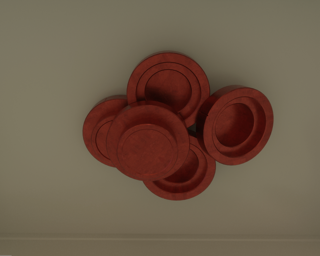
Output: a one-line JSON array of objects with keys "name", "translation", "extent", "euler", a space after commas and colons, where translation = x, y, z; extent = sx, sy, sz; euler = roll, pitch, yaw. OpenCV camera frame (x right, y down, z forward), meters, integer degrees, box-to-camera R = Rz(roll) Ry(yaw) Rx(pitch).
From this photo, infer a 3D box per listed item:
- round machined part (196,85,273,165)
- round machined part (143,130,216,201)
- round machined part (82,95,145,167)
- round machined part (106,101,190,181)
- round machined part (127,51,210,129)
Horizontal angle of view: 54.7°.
[{"name": "round machined part", "translation": [0.088, -0.006, 0.388], "extent": [0.099, 0.042, 0.097], "euler": [-7, 109, -20]}, {"name": "round machined part", "translation": [0.023, 0.045, 0.417], "extent": [0.099, 0.042, 0.097], "euler": [0, 110, -1]}, {"name": "round machined part", "translation": [-0.051, 0.009, 0.401], "extent": [0.099, 0.042, 0.097], "euler": [0, 110, -1]}, {"name": "round machined part", "translation": [-0.014, 0.020, 0.361], "extent": [0.099, 0.042, 0.097], "euler": [0, 110, -1]}, {"name": "round machined part", "translation": [0.010, -0.046, 0.384], "extent": [0.099, 0.042, 0.097], "euler": [0, 110, -1]}]
